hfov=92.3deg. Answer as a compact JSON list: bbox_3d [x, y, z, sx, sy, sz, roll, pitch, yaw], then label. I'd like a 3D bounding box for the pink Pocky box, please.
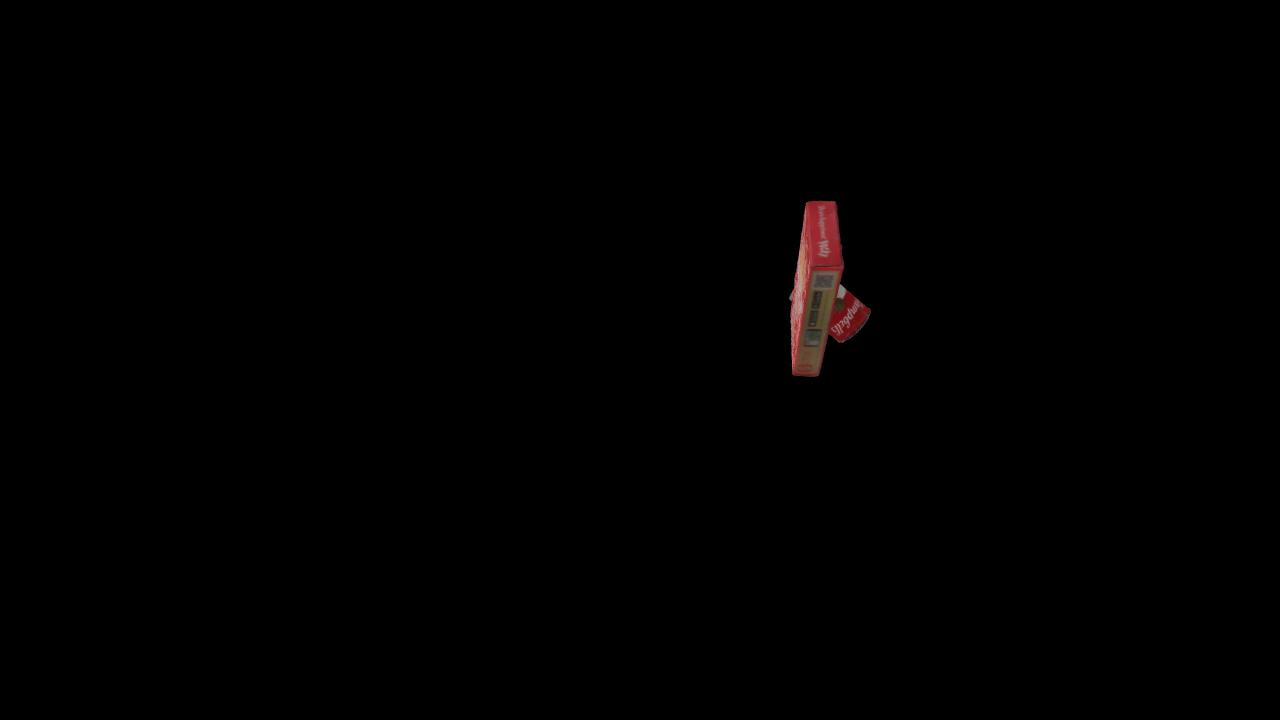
[{"bbox_3d":[0.162,-0.062,0.576,0.029,0.084,0.155,2,-37,8],"label":"pink Pocky box"}]

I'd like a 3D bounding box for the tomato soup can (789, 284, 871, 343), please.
[{"bbox_3d":[0.284,-0.084,0.923,0.101,0.068,0.068,39,-5,-6],"label":"tomato soup can"}]
